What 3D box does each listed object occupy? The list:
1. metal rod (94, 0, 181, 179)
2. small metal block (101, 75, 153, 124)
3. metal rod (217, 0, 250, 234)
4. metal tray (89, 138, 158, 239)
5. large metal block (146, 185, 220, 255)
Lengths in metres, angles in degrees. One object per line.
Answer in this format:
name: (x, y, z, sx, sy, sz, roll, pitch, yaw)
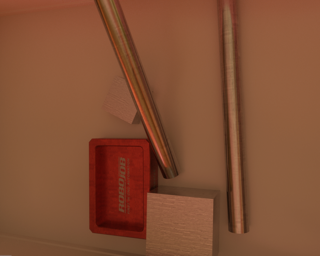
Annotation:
metal rod: (-0.033, -0.071, 0.353, 0.025, 0.025, 0.298, -13, 112, 19)
small metal block: (-0.045, -0.038, 0.425, 0.050, 0.025, 0.050, 27, 99, 17)
metal rod: (0.089, -0.025, 0.378, 0.025, 0.025, 0.298, -3, 89, 19)
metal tray: (-0.050, 0.079, 0.424, 0.090, 0.030, 0.129, 0, 90, 19)
large metal block: (0.030, 0.119, 0.386, 0.080, 0.050, 0.079, 1, 91, 19)
